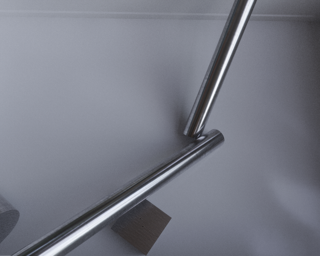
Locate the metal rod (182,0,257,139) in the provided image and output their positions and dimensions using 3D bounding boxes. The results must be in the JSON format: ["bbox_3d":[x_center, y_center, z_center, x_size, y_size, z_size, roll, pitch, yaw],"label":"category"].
[{"bbox_3d":[0.093,-0.127,0.380,0.025,0.025,0.298,22,101,7],"label":"metal rod"}]

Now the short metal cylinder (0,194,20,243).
[{"bbox_3d":[-0.206,0.105,0.340,0.050,0.080,0.080,38,74,12],"label":"short metal cylinder"}]

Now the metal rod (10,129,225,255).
[{"bbox_3d":[-0.032,0.069,0.317,0.302,0.025,0.025,-28,71,-37],"label":"metal rod"}]

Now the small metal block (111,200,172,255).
[{"bbox_3d":[-0.021,0.114,0.368,0.050,0.025,0.050,34,73,11],"label":"small metal block"}]
